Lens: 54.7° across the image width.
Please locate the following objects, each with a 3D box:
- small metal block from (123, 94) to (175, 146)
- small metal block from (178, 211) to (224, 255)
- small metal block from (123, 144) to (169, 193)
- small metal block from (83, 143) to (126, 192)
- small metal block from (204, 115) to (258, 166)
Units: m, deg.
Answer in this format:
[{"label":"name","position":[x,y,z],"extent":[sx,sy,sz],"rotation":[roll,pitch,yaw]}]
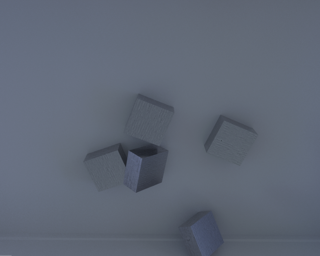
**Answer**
[{"label":"small metal block","position":[-0.014,-0.011,0.407],"extent":[0.050,0.025,0.050],"rotation":[21,109,-8]},{"label":"small metal block","position":[0.060,0.154,0.445],"extent":[0.025,0.050,0.050],"rotation":[-23,88,46]},{"label":"small metal block","position":[-0.019,0.053,0.415],"extent":[0.025,0.050,0.050],"rotation":[27,115,36]},{"label":"small metal block","position":[-0.070,0.055,0.431],"extent":[0.050,0.025,0.050],"rotation":[-19,109,7]},{"label":"small metal block","position":[0.095,0.017,0.418],"extent":[0.050,0.025,0.050],"rotation":[22,109,-8]}]
